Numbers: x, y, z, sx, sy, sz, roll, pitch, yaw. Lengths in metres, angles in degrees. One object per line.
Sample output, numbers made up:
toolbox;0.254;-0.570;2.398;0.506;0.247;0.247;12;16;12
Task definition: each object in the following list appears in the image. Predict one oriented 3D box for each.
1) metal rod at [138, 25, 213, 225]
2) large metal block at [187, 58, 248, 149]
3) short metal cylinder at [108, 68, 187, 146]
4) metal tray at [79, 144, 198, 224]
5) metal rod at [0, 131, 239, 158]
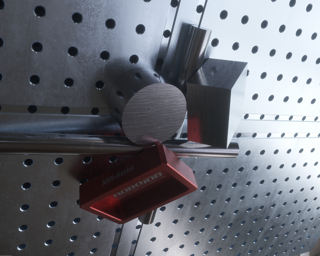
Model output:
metal rod;0.014;0.013;0.426;0.025;0.025;0.298;1;118;-29
large metal block;0.072;-0.033;0.388;0.080;0.050;0.079;-50;145;-48
short metal cylinder;-0.015;-0.026;0.370;0.081;0.050;0.079;-14;124;-21
metal tray;-0.028;0.079;0.408;0.130;0.030;0.090;-29;138;17
metal rod;-0.034;0.023;0.385;0.302;0.025;0.025;3;117;-22
